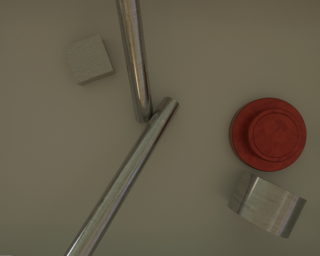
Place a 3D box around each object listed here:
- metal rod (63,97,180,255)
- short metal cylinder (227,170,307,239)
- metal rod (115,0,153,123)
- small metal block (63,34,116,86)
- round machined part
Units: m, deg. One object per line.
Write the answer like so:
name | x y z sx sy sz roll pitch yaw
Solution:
metal rod | -0.054 0.082 0.346 0.025 0.025 0.300 31 63 0
short metal cylinder | 0.132 0.093 0.386 0.080 0.080 0.050 26 90 -1
metal rod | -0.034 -0.133 0.326 0.025 0.025 0.298 -7 126 0
small metal block | -0.093 -0.089 0.410 0.050 0.025 0.050 -20 90 -1
round machined part | 0.143 0.009 0.405 0.099 0.042 0.097 0 90 -1
